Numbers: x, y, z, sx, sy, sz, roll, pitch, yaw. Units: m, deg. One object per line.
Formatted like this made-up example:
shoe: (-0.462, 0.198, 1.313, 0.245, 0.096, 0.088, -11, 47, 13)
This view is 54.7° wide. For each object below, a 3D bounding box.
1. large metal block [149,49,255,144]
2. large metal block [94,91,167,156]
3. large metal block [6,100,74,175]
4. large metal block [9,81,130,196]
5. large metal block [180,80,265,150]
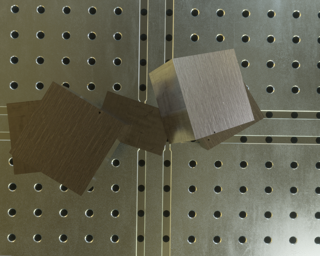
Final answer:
large metal block: (0.045, -0.034, 0.333, 0.081, 0.050, 0.080, -16, 91, -29)
large metal block: (-0.029, -0.005, 0.385, 0.080, 0.080, 0.050, 19, 90, -1)
large metal block: (-0.141, 0.009, 0.384, 0.050, 0.080, 0.079, -6, 90, 0)
large metal block: (-0.088, 0.010, 0.319, 0.080, 0.050, 0.080, 31, 90, 0)
large metal block: (0.073, -0.027, 0.402, 0.080, 0.050, 0.080, -30, 90, 0)
